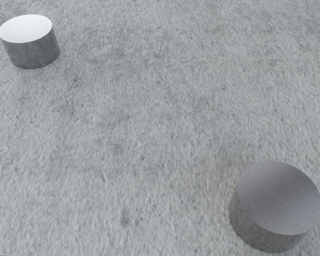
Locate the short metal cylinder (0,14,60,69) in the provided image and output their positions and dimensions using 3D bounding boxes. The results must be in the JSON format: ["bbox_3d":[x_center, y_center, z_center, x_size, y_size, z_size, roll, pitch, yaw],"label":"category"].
[{"bbox_3d":[-0.210,-0.140,0.502,0.081,0.050,0.080,0,50,0],"label":"short metal cylinder"}]

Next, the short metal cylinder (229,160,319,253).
[{"bbox_3d":[0.116,0.081,0.321,0.081,0.050,0.080,0,50,0],"label":"short metal cylinder"}]
